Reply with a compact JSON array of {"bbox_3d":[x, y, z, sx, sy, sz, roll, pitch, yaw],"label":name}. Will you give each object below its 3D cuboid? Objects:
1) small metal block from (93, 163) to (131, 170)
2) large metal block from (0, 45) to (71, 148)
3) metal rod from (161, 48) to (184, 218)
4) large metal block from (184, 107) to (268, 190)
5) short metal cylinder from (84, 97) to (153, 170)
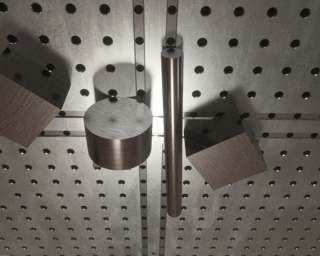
[{"bbox_3d":[-0.061,0.028,0.418,0.050,0.050,0.025,6,130,-6],"label":"small metal block"},{"bbox_3d":[-0.167,-0.034,0.364,0.080,0.050,0.080,34,122,-26],"label":"large metal block"},{"bbox_3d":[0.019,0.030,0.437,0.025,0.025,0.298,-2,130,1],"label":"metal rod"},{"bbox_3d":[0.089,0.031,0.423,0.080,0.050,0.080,-26,126,20],"label":"large metal block"},{"bbox_3d":[-0.050,0.005,0.379,0.081,0.080,0.050,2,130,-2],"label":"short metal cylinder"}]
